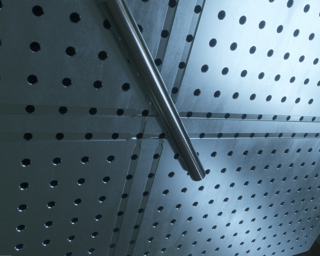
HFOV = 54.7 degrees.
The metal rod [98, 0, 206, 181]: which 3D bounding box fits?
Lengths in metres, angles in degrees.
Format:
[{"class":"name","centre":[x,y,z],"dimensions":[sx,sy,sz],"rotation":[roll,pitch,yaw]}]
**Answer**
[{"class":"metal rod","centre":[0.005,-0.028,0.398],"dimensions":[0.025,0.025,0.299],"rotation":[-34,129,-7]}]
